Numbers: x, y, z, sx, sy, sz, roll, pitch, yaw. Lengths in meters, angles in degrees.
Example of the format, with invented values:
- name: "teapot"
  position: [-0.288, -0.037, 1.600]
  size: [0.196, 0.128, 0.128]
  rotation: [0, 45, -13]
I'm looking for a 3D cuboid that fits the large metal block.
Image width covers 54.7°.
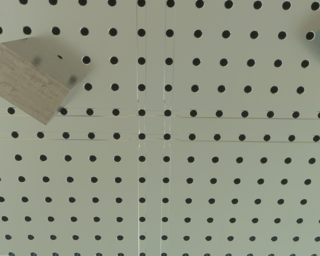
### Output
- name: "large metal block"
  position: [-0.142, -0.058, 0.361]
  size: [0.080, 0.080, 0.050]
  rotation: [35, 106, -13]
